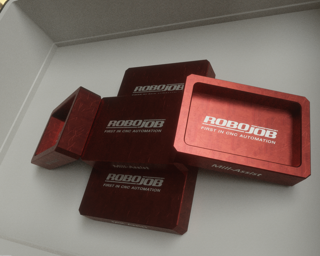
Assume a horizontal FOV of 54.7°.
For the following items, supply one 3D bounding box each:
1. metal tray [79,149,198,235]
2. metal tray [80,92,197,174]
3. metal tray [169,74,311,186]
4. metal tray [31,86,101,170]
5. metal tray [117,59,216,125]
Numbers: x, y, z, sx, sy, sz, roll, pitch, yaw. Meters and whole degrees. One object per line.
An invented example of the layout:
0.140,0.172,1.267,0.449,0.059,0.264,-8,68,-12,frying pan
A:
-0.025,0.070,0.370,0.130,0.030,0.090,0,61,27,metal tray
-0.024,0.005,0.372,0.130,0.030,0.090,-1,61,27,metal tray
0.082,0.001,0.317,0.131,0.030,0.090,12,65,1,metal tray
-0.133,0.005,0.429,0.130,0.030,0.090,-20,49,53,metal tray
0.004,-0.044,0.424,0.130,0.030,0.090,0,61,27,metal tray
